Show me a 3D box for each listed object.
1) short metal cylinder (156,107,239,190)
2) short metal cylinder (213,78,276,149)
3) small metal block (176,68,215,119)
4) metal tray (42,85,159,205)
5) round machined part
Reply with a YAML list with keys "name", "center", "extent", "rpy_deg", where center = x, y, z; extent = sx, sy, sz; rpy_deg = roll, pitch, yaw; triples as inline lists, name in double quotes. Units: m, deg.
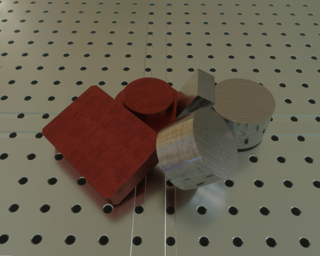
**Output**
- name: "short metal cylinder"
  center: [0.042, 0.023, 0.339]
  extent: [0.050, 0.080, 0.080]
  rpy_deg: [-26, 38, 37]
- name: "short metal cylinder"
  center: [0.102, -0.019, 0.404]
  extent: [0.081, 0.050, 0.080]
  rpy_deg: [0, 50, 0]
- name: "small metal block"
  center: [0.045, -0.039, 0.395]
  extent: [0.025, 0.050, 0.050]
  rpy_deg: [23, 47, -18]
- name: "metal tray"
  center: [-0.067, 0.015, 0.371]
  extent: [0.130, 0.030, 0.090]
  rpy_deg: [38, 74, 27]
- name: "round machined part"
  center: [-0.015, -0.031, 0.417]
  extent: [0.099, 0.042, 0.098]
  rpy_deg: [0, 50, 0]
